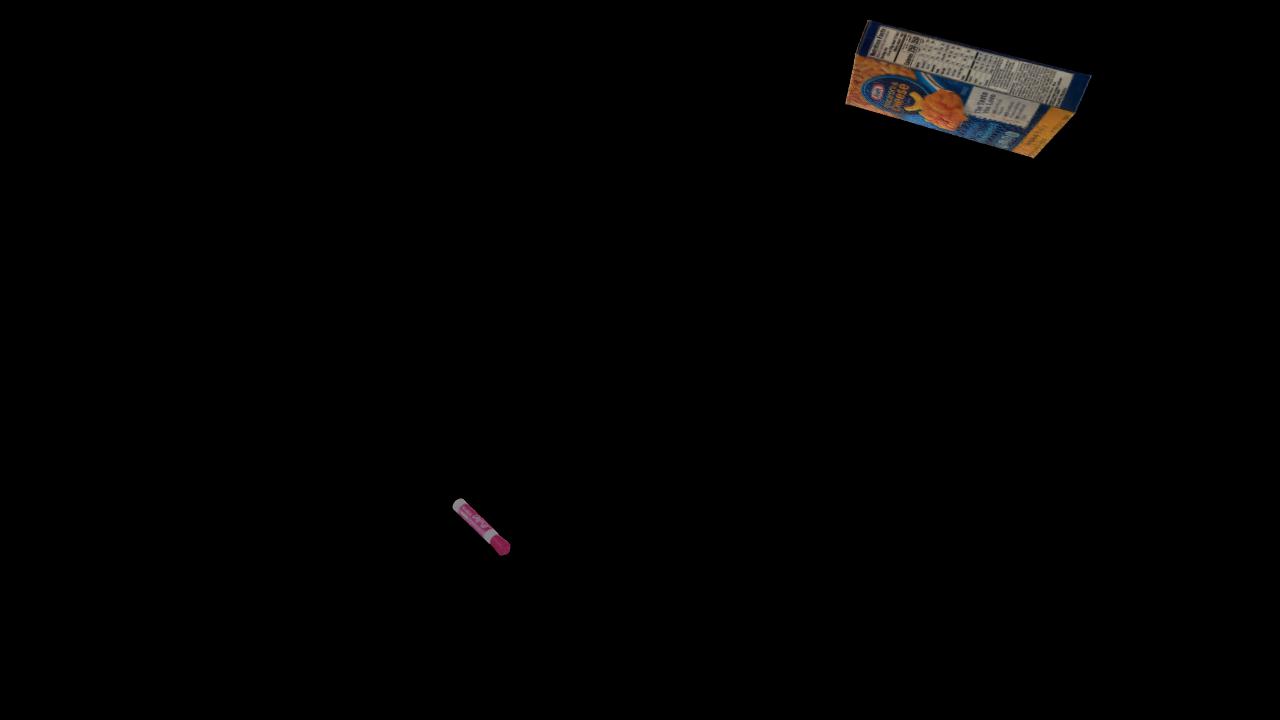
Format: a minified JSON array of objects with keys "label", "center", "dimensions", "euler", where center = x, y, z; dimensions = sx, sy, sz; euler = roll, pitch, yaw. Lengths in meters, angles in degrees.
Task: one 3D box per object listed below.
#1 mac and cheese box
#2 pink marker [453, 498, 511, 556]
[{"label":"mac and cheese box","center":[0.285,-0.243,0.558],"dimensions":[0.184,0.041,0.093],"euler":[23,2,15]},{"label":"pink marker","center":[-0.213,0.225,0.828],"dimensions":[0.121,0.020,0.020],"euler":[27,17,38]}]
